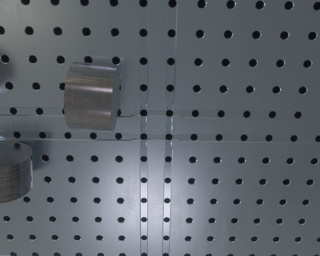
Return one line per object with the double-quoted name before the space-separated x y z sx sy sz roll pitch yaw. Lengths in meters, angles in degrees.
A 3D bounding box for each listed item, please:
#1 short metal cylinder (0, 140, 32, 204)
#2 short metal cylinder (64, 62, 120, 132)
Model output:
"short metal cylinder" -0.209 0.055 0.402 0.081 0.080 0.050 7 110 -3
"short metal cylinder" -0.078 -0.037 0.370 0.050 0.080 0.079 5 110 -2
